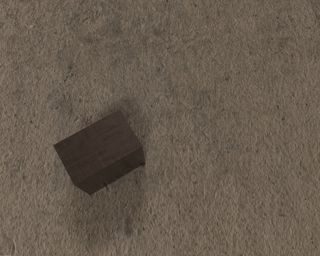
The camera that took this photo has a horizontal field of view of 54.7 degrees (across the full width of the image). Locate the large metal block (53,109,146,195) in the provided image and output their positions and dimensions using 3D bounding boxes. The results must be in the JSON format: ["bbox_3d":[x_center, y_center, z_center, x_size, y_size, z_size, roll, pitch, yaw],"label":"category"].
[{"bbox_3d":[-0.066,0.032,0.366,0.080,0.080,0.050,-30,73,-11],"label":"large metal block"}]
